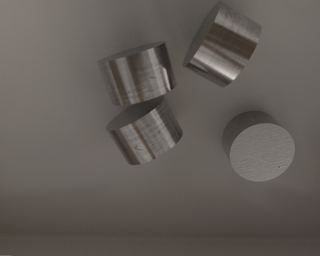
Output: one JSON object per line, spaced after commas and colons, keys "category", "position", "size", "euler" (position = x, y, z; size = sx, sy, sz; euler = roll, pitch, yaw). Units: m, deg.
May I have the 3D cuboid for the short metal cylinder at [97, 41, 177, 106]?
{"category": "short metal cylinder", "position": [-0.026, -0.064, 0.358], "size": [0.080, 0.080, 0.050], "euler": [-15, 110, 5]}

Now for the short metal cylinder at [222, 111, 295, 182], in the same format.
{"category": "short metal cylinder", "position": [0.127, 0.023, 0.407], "size": [0.081, 0.050, 0.079], "euler": [0, 110, 0]}

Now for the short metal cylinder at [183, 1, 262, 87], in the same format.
{"category": "short metal cylinder", "position": [0.067, -0.093, 0.348], "size": [0.050, 0.080, 0.080], "euler": [27, 108, -10]}

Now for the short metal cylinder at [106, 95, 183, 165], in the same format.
{"category": "short metal cylinder", "position": [-0.019, 0.001, 0.382], "size": [0.080, 0.080, 0.050], "euler": [-27, 108, 9]}
